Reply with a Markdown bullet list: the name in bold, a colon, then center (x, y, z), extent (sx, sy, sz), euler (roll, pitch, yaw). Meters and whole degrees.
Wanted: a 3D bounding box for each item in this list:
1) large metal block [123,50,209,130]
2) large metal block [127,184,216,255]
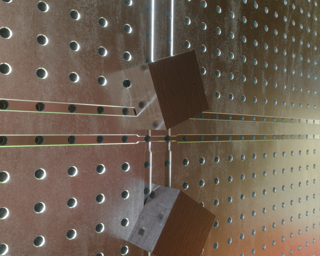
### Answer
- **large metal block**: center (0.010, -0.049, 0.400), extent (0.081, 0.050, 0.080), euler (-26, 107, -37)
- **large metal block**: center (0.018, 0.131, 0.407), extent (0.080, 0.050, 0.080), euler (41, 65, -32)
